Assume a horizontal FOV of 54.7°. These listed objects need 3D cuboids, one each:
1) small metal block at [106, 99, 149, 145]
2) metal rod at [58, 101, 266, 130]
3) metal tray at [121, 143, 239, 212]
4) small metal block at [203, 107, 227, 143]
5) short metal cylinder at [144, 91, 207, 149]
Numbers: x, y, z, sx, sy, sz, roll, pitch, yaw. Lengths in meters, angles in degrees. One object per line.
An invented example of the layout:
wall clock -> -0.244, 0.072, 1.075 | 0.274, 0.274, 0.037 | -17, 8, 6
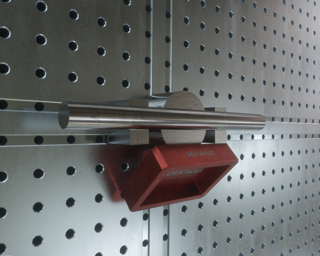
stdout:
small metal block -> -0.038, -0.007, 0.361 | 0.025, 0.050, 0.050 | -1, 91, -40
metal rod -> 0.031, -0.010, 0.370 | 0.302, 0.025, 0.025 | 1, 90, -40
metal tray -> 0.027, 0.061, 0.393 | 0.131, 0.089, 0.030 | 1, 47, -40
small metal block -> 0.069, -0.004, 0.451 | 0.025, 0.050, 0.050 | -1, 91, -40
short metal cylinder -> 0.015, -0.007, 0.405 | 0.081, 0.050, 0.080 | 0, 90, -40
